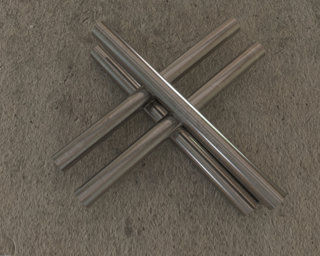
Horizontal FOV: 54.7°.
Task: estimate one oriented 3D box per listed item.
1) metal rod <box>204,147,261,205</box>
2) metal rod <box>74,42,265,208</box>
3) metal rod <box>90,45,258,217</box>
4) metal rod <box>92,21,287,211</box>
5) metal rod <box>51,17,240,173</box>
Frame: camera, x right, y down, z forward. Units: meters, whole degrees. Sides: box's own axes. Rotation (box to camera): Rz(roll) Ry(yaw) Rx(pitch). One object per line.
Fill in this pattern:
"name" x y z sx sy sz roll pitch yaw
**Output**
"metal rod" 0.030 -0.019 0.417 0.025 0.025 0.300 -40 75 -13
"metal rod" 0.022 -0.013 0.388 0.301 0.025 0.025 -40 75 -14
"metal rod" 0.009 -0.006 0.411 0.025 0.025 0.300 -40 75 -13
"metal rod" 0.023 -0.025 0.365 0.025 0.025 0.300 -41 75 -14
"metal rod" -0.009 -0.051 0.401 0.301 0.025 0.025 -40 75 -14
